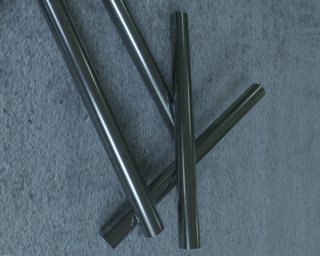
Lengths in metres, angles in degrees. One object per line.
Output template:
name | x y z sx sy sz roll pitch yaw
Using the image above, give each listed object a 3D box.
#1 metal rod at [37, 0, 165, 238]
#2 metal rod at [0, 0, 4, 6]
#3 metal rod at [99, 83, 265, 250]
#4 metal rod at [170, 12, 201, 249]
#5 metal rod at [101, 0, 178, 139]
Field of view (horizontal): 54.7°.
metal rod | -0.063 -0.019 0.328 0.025 0.025 0.299 -30 102 -36
metal rod | -0.178 -0.059 0.254 0.025 0.025 0.300 35 68 -35
metal rod | 0.043 0.037 0.409 0.301 0.025 0.025 -42 116 -22
metal rod | 0.030 -0.008 0.390 0.025 0.025 0.299 11 71 -40
metal rod | -0.024 -0.091 0.384 0.025 0.025 0.299 -42 116 -32
